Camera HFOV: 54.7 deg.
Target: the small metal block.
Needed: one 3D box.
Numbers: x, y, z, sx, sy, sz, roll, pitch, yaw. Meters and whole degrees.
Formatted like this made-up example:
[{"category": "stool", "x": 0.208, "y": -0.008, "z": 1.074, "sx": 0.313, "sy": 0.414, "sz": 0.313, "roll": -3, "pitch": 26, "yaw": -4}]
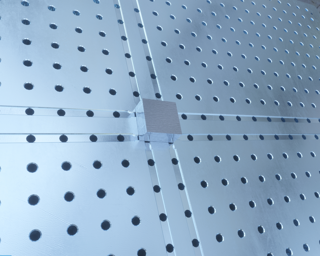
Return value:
[{"category": "small metal block", "x": -0.003, "y": -0.009, "z": 0.414, "sx": 0.050, "sy": 0.025, "sz": 0.050, "roll": 5, "pitch": 60, "yaw": -26}]
